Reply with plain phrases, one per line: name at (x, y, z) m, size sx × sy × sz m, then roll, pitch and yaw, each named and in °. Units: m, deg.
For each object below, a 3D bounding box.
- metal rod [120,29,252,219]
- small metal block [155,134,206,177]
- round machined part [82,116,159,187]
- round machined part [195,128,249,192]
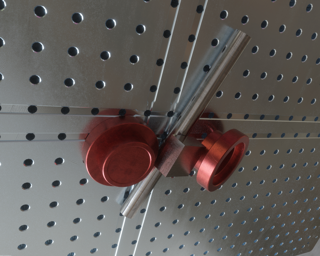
metal rod at (0.029, 0.003, 0.428) m, size 0.025 × 0.025 × 0.299 m, roll 22°, pitch 106°, yaw -36°
small metal block at (0.027, 0.038, 0.415) m, size 0.050 × 0.025 × 0.050 m, roll 9°, pitch 116°, yaw -50°
round machined part at (-0.046, 0.037, 0.398) m, size 0.099 × 0.042 × 0.097 m, roll -14°, pitch 124°, yaw -21°
round machined part at (0.085, 0.042, 0.458) m, size 0.099 × 0.042 × 0.097 m, roll -37°, pitch 146°, yaw -29°
